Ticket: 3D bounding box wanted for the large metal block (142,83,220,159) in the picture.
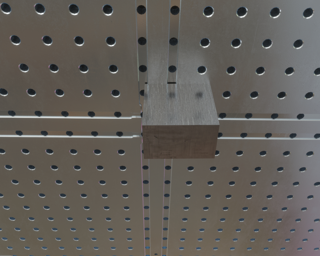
[{"bbox_3d":[0.022,-0.010,0.367,0.080,0.080,0.050,0,130,0],"label":"large metal block"}]
